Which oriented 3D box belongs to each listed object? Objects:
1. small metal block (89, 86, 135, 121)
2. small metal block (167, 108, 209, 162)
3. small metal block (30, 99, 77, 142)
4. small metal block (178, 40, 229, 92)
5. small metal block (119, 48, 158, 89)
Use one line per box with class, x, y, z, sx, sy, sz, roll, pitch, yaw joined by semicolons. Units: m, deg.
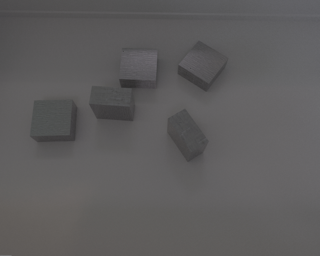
small metal block;-0.061;-0.031;0.407;0.050;0.050;0.025;4;70;1
small metal block;0.034;0.011;0.393;0.025;0.050;0.050;-31;73;-10
small metal block;-0.140;-0.009;0.412;0.050;0.025;0.050;-1;70;-1
small metal block;0.061;-0.088;0.442;0.050;0.025;0.050;35;74;11
small metal block;-0.029;-0.085;0.440;0.050;0.025;0.050;2;70;1
